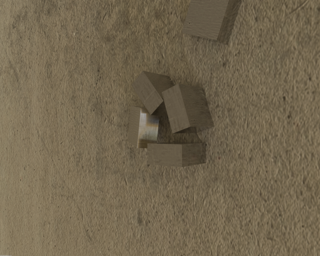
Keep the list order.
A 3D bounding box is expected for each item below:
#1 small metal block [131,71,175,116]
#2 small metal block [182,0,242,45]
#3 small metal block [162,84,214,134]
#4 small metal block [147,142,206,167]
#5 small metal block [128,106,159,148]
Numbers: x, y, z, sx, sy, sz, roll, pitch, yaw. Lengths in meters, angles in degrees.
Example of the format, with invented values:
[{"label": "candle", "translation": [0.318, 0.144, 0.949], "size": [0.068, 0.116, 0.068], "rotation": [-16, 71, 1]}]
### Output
[{"label": "small metal block", "translation": [0.000, -0.042, 0.388], "size": [0.025, 0.050, 0.050], "rotation": [-47, 62, 29]}, {"label": "small metal block", "translation": [0.059, -0.128, 0.357], "size": [0.050, 0.025, 0.050], "rotation": [26, 106, 37]}, {"label": "small metal block", "translation": [0.033, -0.021, 0.361], "size": [0.025, 0.050, 0.050], "rotation": [-23, 76, 38]}, {"label": "small metal block", "translation": [0.021, 0.030, 0.372], "size": [0.050, 0.050, 0.025], "rotation": [-1, 90, 40]}, {"label": "small metal block", "translation": [-0.022, -0.002, 0.409], "size": [0.050, 0.025, 0.050], "rotation": [-159, 74, -69]}]
